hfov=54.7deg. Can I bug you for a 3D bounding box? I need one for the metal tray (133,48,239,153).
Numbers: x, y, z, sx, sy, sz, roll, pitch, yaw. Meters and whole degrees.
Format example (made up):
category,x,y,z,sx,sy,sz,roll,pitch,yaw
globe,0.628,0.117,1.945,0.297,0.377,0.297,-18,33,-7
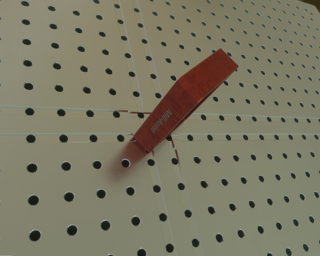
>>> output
category,x,y,z,sx,sy,sz,roll,pitch,yaw
metal tray,0.028,-0.030,0.375,0.030,0.129,0.091,47,51,4
